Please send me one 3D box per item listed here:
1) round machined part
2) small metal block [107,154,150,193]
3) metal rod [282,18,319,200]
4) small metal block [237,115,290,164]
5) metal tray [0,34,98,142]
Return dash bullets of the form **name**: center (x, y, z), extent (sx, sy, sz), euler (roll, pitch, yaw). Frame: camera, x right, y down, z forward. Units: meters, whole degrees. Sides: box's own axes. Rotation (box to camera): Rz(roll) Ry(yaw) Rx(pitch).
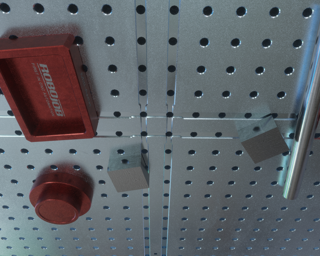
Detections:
- **round machined part**: center (-0.161, 0.120, 0.501), extent (0.099, 0.042, 0.097), euler (0, 130, 0)
- **small metal block**: center (-0.047, 0.069, 0.470), extent (0.050, 0.025, 0.050), euler (-10, 130, 8)
- **metal rod**: center (0.194, -0.006, 0.408), extent (0.025, 0.025, 0.298), euler (-5, 130, 4)
- **small metal block**: center (0.142, 0.017, 0.427), extent (0.050, 0.025, 0.050), euler (-27, 126, 21)
- **metal tray**: center (-0.133, -0.042, 0.370), extent (0.091, 0.030, 0.129), euler (-4, 130, 3)
